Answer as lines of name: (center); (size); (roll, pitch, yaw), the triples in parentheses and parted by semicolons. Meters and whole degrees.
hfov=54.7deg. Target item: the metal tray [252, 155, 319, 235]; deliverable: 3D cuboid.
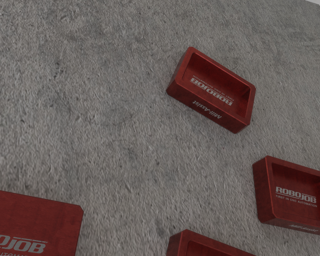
metal tray: (0.199, 0.099, 0.446); (0.131, 0.030, 0.090); (17, 55, -19)

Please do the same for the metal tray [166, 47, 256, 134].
metal tray: (0.083, -0.059, 0.480); (0.131, 0.030, 0.090); (30, 52, -9)

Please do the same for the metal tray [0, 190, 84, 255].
metal tray: (-0.140, 0.102, 0.263); (0.131, 0.030, 0.090); (17, 55, -19)

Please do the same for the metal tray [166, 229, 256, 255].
metal tray: (0.066, 0.174, 0.329); (0.131, 0.030, 0.090); (25, 53, -13)
